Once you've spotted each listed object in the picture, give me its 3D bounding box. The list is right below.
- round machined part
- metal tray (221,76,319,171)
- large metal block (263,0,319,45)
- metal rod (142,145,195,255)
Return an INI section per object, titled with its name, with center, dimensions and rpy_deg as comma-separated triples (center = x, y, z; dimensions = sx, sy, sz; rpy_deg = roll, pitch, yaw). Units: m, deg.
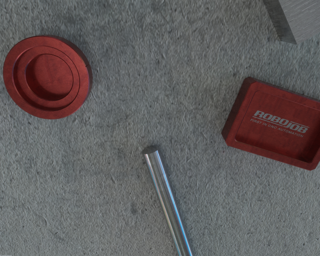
[round machined part]
center = -0.131, -0.063, 0.376
dimensions = 0.099, 0.042, 0.097
rpy_deg = 0, 110, -1
[metal tray]
center = 0.159, -0.004, 0.407
dimensions = 0.131, 0.030, 0.089
rpy_deg = 17, 109, -7
[large metal block]
center = 0.165, -0.151, 0.343
dimensions = 0.080, 0.050, 0.080
rpy_deg = -29, 108, 10
[metal rod]
center = 0.030, 0.163, 0.470
dimensions = 0.025, 0.025, 0.298
rpy_deg = -16, 110, 5
